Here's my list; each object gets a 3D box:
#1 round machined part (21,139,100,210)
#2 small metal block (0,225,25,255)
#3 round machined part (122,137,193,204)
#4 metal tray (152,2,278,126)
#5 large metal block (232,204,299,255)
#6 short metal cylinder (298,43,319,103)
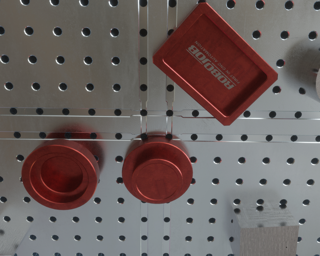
[{"bbox_3d":[-0.132,0.060,0.425,0.099,0.042,0.097,0,110,0],"label":"round machined part"},{"bbox_3d":[-0.240,0.175,0.463,0.050,0.050,0.025,26,108,-10],"label":"small metal block"},{"bbox_3d":[-0.003,0.064,0.428,0.099,0.042,0.097,0,110,0],"label":"round machined part"},{"bbox_3d":[0.067,-0.076,0.382,0.130,0.030,0.090,40,105,-14],"label":"metal tray"},{"bbox_3d":[0.153,0.164,0.462,0.080,0.050,0.079,-3,110,1],"label":"large metal block"},{"bbox_3d":[0.219,-0.065,0.378,0.081,0.050,0.079,0,110,0],"label":"short metal cylinder"}]
